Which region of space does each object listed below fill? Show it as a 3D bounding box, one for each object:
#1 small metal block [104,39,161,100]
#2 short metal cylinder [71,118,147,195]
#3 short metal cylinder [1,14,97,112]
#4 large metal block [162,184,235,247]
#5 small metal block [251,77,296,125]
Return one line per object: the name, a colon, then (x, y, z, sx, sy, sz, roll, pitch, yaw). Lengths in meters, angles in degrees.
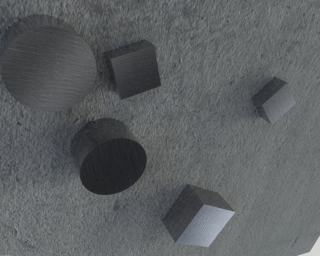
small metal block: (-0.030, -0.066, 0.351, 0.050, 0.025, 0.050, -22, 127, -16)
short metal cylinder: (-0.063, 0.034, 0.379, 0.081, 0.050, 0.079, -14, 125, -21)
short metal cylinder: (-0.107, -0.062, 0.295, 0.081, 0.050, 0.079, -14, 125, -21)
large metal block: (0.064, 0.148, 0.520, 0.080, 0.050, 0.080, 23, 106, -37)
small metal block: (0.176, -0.042, 0.480, 0.050, 0.025, 0.050, -42, 130, 0)
